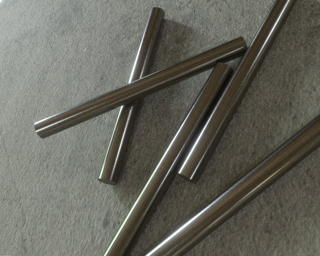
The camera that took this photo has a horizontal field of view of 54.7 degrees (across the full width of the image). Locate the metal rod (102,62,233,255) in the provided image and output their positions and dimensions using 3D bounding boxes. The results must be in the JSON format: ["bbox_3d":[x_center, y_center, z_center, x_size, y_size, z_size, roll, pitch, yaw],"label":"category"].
[{"bbox_3d":[0.009,0.046,0.369,0.025,0.025,0.300,21,73,35],"label":"metal rod"}]

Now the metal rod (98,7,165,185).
[{"bbox_3d":[-0.036,-0.063,0.459,0.025,0.025,0.300,-1,61,27],"label":"metal rod"}]

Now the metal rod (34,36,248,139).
[{"bbox_3d":[-0.027,-0.054,0.421,0.301,0.025,0.025,-22,53,3],"label":"metal rod"}]

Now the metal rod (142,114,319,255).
[{"bbox_3d":[0.081,0.069,0.318,0.300,0.025,0.025,-39,51,1],"label":"metal rod"}]

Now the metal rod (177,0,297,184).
[{"bbox_3d":[0.106,-0.067,0.388,0.025,0.025,0.300,21,73,35],"label":"metal rod"}]
